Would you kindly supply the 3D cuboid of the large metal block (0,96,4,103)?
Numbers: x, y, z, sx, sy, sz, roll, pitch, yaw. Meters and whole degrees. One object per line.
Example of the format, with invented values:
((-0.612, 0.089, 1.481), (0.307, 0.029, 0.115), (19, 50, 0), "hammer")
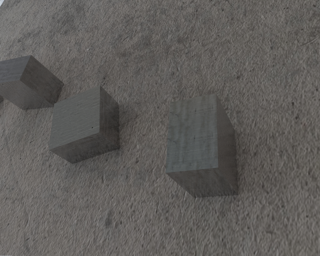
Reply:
((-0.372, -0.068, 0.625), (0.080, 0.050, 0.080), (-37, 51, 3), "large metal block")

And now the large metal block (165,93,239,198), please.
((0.047, 0.022, 0.330), (0.050, 0.080, 0.080), (-10, 58, 23), "large metal block")

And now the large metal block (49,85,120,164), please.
((-0.107, -0.004, 0.446), (0.080, 0.050, 0.080), (-19, 54, 17), "large metal block")

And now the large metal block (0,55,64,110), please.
((-0.231, -0.075, 0.536), (0.080, 0.080, 0.050), (-3, 61, 27), "large metal block")
